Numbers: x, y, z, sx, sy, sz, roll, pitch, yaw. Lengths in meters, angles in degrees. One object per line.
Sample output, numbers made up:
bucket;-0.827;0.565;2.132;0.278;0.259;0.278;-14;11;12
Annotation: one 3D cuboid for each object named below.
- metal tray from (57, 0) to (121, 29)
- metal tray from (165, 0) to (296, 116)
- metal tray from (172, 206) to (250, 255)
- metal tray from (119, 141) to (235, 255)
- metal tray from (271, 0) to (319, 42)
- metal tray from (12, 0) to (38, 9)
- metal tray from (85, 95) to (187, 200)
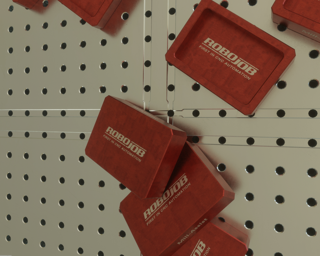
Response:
metal tray;-0.113;-0.214;0.431;0.130;0.030;0.090;37;102;-1
metal tray;0.083;-0.086;0.380;0.130;0.030;0.090;38;102;16
metal tray;0.043;0.174;0.395;0.090;0.030;0.129;29;99;17
metal tray;0.016;0.091;0.386;0.130;0.030;0.090;-46;51;13
metal tray;0.202;-0.137;0.338;0.130;0.030;0.090;32;100;17
metal tray;-0.193;-0.264;0.479;0.130;0.030;0.090;-37;78;16
metal tray;-0.037;0.021;0.400;0.130;0.030;0.090;29;100;38
